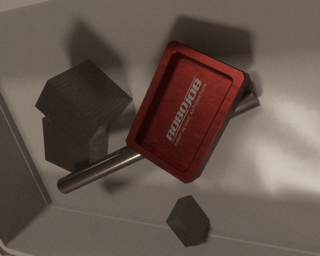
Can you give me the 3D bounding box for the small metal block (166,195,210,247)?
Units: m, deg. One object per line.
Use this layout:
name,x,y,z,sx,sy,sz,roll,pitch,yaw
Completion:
small metal block,0.042,0.136,0.453,0.025,0.050,0.050,-28,103,37

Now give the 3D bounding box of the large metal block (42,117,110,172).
large metal block,-0.126,0.021,0.470,0.080,0.050,0.079,22,127,15

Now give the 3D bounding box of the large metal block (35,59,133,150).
large metal block,-0.096,-0.033,0.401,0.080,0.080,0.050,43,129,-2

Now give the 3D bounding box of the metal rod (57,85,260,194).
metal rod,-0.020,0.025,0.396,0.300,0.025,0.025,-26,105,25

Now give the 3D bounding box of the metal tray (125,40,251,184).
metal tray,0.027,-0.017,0.338,0.090,0.030,0.129,31,106,20
